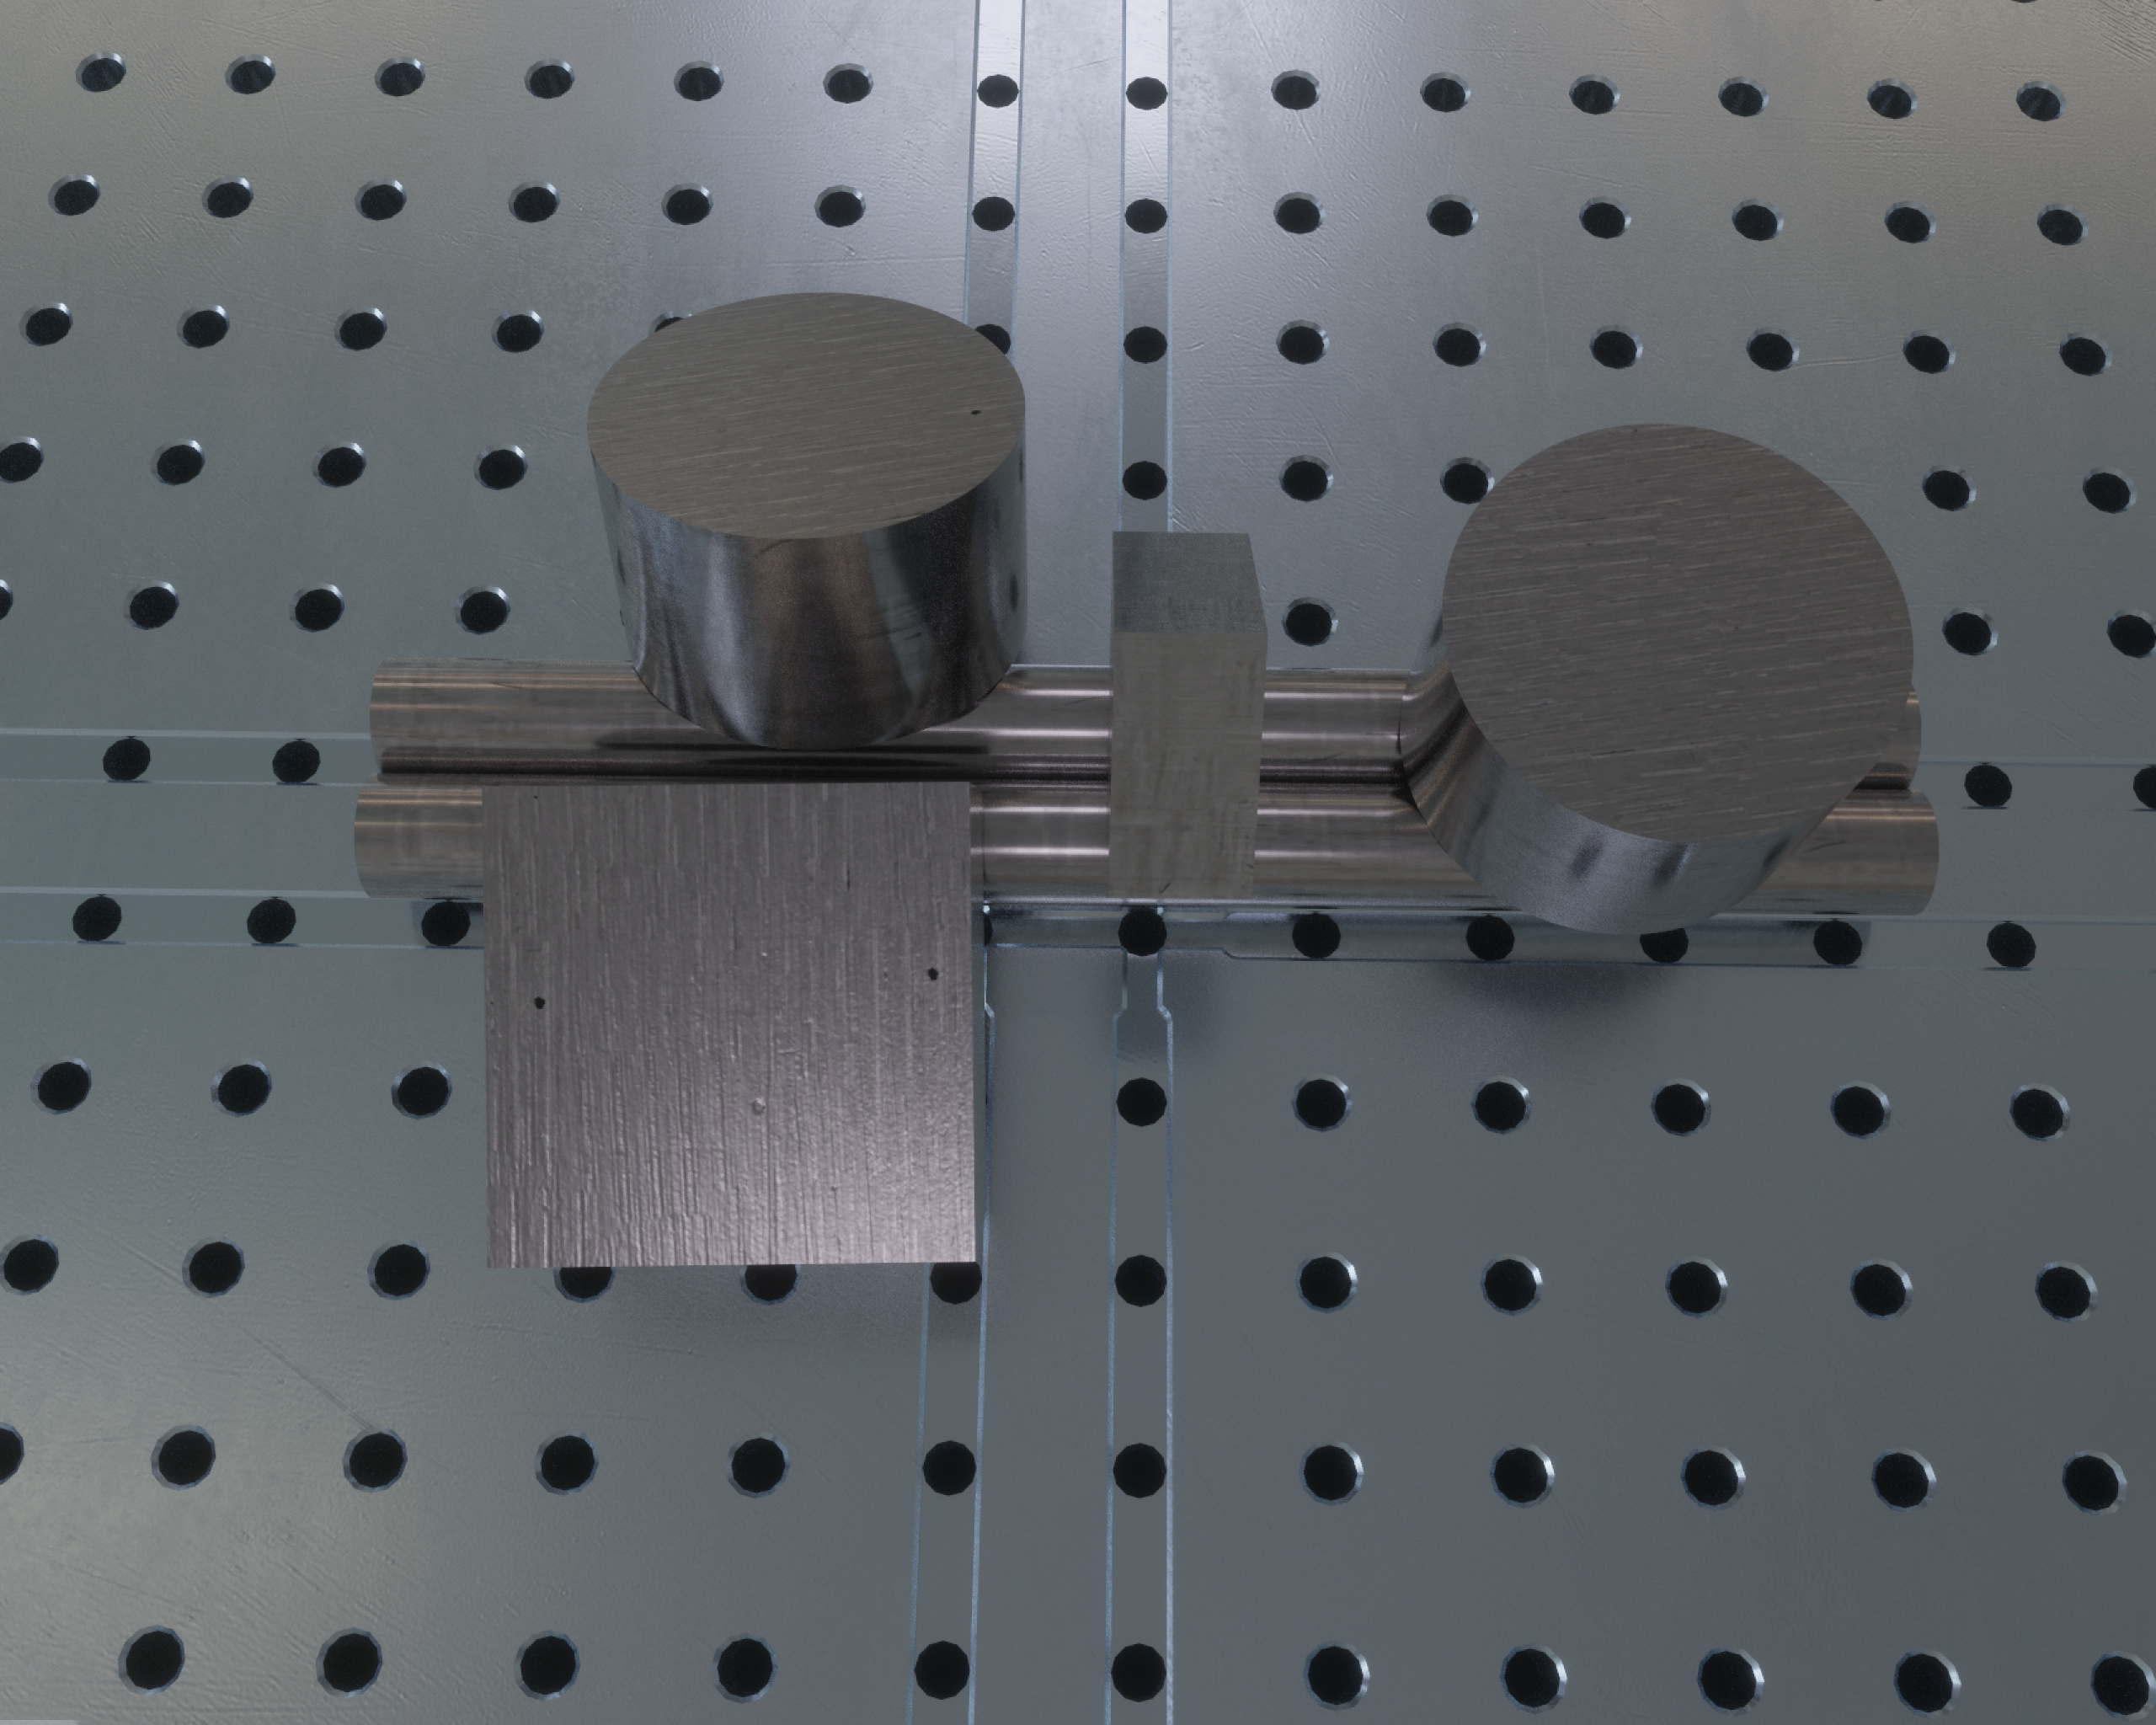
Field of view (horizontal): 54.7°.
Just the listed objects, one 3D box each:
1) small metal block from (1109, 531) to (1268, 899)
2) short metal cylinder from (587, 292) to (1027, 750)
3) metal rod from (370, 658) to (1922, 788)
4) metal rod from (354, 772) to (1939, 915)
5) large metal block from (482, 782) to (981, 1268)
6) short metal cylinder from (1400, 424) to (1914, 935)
[{"bbox_3d":[0.018,-0.027,0.375,0.025,0.050,0.050,1,28,0],"label":"small metal block"},{"bbox_3d":[-0.050,-0.067,0.404,0.081,0.050,0.080,1,46,0],"label":"short metal cylinder"},{"bbox_3d":[0.013,-0.027,0.418,0.302,0.025,0.025,1,70,0],"label":"metal rod"},{"bbox_3d":[0.013,-0.004,0.410,0.302,0.025,0.025,1,70,0],"label":"metal rod"},{"bbox_3d":[-0.058,0.027,0.370,0.081,0.050,0.079,-1,90,-1],"label":"large metal block"},{"bbox_3d":[0.103,-0.032,0.381,0.081,0.050,0.080,0,70,0],"label":"short metal cylinder"}]
